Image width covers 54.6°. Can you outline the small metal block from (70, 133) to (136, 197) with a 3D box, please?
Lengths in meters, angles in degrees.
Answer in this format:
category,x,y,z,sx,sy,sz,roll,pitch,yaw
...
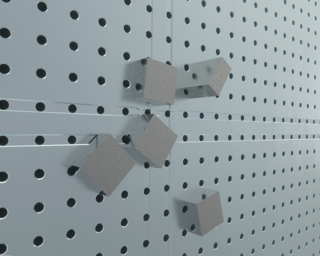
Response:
category,x,y,z,sx,sy,sz,roll,pitch,yaw
small metal block,-0.064,0.041,0.355,0.050,0.025,0.050,-51,120,-27

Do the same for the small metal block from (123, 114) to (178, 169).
category,x,y,z,sx,sy,sz,roll,pitch,yaw
small metal block,-0.011,0.017,0.399,0.050,0.025,0.050,42,65,-32

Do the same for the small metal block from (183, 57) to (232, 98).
category,x,y,z,sx,sy,sz,roll,pitch,yaw
small metal block,0.068,-0.072,0.448,0.025,0.050,0.050,42,65,-32

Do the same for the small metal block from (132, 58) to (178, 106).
category,x,y,z,sx,sy,sz,roll,pitch,yaw
small metal block,-0.006,-0.059,0.403,0.050,0.025,0.050,9,84,-40

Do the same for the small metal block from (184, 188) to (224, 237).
category,x,y,z,sx,sy,sz,roll,pitch,yaw
small metal block,0.066,0.125,0.464,0.050,0.025,0.050,-18,101,-38
